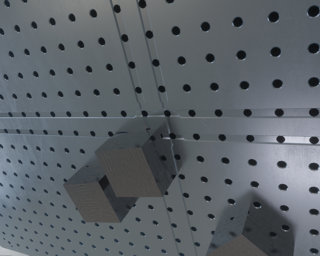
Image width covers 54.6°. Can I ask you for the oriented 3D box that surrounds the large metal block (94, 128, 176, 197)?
[{"bbox_3d":[-0.034,0.052,0.445,0.080,0.050,0.080,-8,115,31],"label":"large metal block"}]

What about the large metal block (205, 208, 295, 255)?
[{"bbox_3d":[0.126,0.172,0.435,0.080,0.050,0.080,39,129,1],"label":"large metal block"}]

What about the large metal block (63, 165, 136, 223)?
[{"bbox_3d":[-0.100,0.109,0.516,0.080,0.050,0.080,-10,113,32],"label":"large metal block"}]
